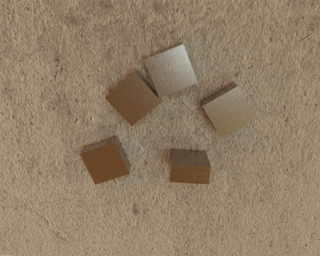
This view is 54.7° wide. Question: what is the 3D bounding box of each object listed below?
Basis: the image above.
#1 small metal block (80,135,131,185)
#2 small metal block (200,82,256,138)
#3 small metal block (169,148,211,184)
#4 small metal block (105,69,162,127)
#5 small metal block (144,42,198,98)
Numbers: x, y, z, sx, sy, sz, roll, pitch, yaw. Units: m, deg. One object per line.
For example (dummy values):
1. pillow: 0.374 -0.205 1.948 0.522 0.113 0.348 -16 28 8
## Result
1. small metal block: -0.074 0.044 0.425 0.050 0.025 0.050 -19 109 6
2. small metal block: 0.088 -0.024 0.402 0.050 0.025 0.050 -30 108 10
3. small metal block: 0.038 0.050 0.415 0.050 0.050 0.025 4 110 -2
4. small metal block: -0.033 -0.039 0.395 0.050 0.025 0.050 -39 106 13
5. small metal block: 0.013 -0.072 0.383 0.050 0.025 0.050 -21 109 7
